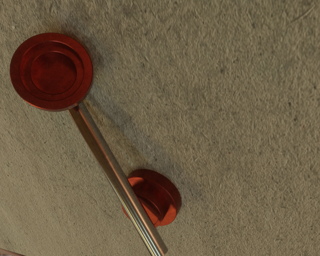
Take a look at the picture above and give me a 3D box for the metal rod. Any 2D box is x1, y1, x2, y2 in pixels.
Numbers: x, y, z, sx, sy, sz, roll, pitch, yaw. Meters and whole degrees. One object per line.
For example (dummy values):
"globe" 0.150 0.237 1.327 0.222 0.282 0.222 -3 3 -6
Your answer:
"metal rod" -0.074 0.049 0.437 0.025 0.025 0.299 -29 91 37

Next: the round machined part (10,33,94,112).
"round machined part" -0.136 -0.069 0.402 0.098 0.098 0.042 45 170 -3

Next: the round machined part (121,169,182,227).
"round machined part" -0.020 0.115 0.478 0.098 0.042 0.097 13 124 21
